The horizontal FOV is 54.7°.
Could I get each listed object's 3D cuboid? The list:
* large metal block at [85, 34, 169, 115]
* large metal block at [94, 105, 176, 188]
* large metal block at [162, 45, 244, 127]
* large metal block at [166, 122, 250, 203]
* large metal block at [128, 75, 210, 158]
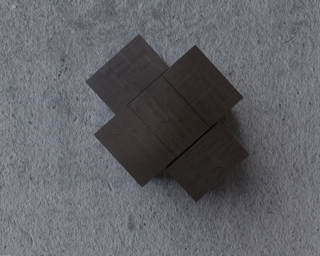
[{"bbox_3d":[-0.036,-0.060,0.384,0.080,0.080,0.050,-42,91,0],"label":"large metal block"},{"bbox_3d":[-0.028,0.020,0.384,0.050,0.080,0.080,-42,91,0],"label":"large metal block"},{"bbox_3d":[0.047,-0.047,0.385,0.050,0.080,0.080,-42,91,0],"label":"large metal block"},{"bbox_3d":[0.053,0.038,0.385,0.080,0.080,0.050,-42,91,0],"label":"large metal block"},{"bbox_3d":[0.010,-0.013,0.384,0.050,0.080,0.080,-42,91,0],"label":"large metal block"}]
